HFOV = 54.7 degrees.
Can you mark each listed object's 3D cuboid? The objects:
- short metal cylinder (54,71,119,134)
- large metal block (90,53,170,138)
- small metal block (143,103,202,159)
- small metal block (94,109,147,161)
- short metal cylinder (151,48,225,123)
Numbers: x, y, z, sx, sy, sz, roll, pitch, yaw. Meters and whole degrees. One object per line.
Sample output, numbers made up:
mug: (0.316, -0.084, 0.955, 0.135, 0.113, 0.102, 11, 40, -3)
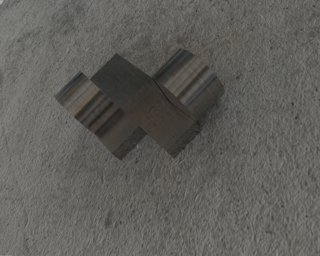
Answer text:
short metal cylinder: (-0.103, -0.036, 0.446, 0.050, 0.080, 0.080, -46, 51, -4)
large metal block: (-0.035, -0.043, 0.415, 0.050, 0.080, 0.080, -46, 52, -4)
small metal block: (0.016, 0.003, 0.396, 0.050, 0.025, 0.050, -46, 51, -4)
small metal block: (-0.055, 0.009, 0.430, 0.050, 0.025, 0.050, -46, 51, -4)
short metal cylinder: (0.033, -0.051, 0.385, 0.050, 0.080, 0.080, -46, 51, -4)
